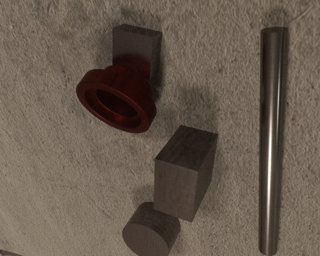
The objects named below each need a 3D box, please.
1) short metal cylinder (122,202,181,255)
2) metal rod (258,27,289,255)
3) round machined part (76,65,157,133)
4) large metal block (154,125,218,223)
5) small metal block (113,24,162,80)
[{"bbox_3d":[-0.013,0.167,0.499,0.080,0.050,0.079,13,124,20],"label":"short metal cylinder"},{"bbox_3d":[0.129,0.038,0.361,0.025,0.025,0.298,5,121,25],"label":"metal rod"},{"bbox_3d":[-0.048,-0.038,0.379,0.098,0.042,0.098,21,154,11],"label":"round machined part"},{"bbox_3d":[0.033,0.054,0.387,0.050,0.080,0.079,15,124,19],"label":"large metal block"},{"bbox_3d":[-0.027,-0.090,0.364,0.050,0.025,0.050,18,125,17],"label":"small metal block"}]
